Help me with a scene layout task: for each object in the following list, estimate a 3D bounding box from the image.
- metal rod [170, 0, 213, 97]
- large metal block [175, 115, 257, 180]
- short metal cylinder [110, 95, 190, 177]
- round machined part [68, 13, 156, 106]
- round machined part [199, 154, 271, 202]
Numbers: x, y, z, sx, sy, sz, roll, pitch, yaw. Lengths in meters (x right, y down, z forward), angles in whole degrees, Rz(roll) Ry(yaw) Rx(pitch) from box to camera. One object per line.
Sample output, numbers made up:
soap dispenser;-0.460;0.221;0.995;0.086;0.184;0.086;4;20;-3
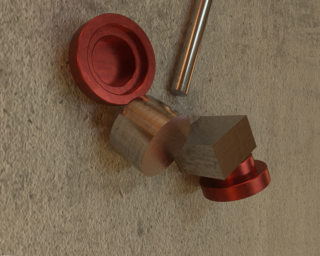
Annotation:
metal rod;0.065;-0.188;0.458;0.025;0.025;0.299;26;74;-37
large metal block;0.072;0.023;0.429;0.081;0.080;0.050;-36;112;-34
short metal cylinder;-0.010;0.009;0.356;0.080;0.050;0.080;-39;147;-30
round machined part;-0.056;-0.073;0.347;0.099;0.042;0.097;0;90;-40
round machined part;0.103;0.064;0.445;0.099;0.098;0.042;-25;101;-37
